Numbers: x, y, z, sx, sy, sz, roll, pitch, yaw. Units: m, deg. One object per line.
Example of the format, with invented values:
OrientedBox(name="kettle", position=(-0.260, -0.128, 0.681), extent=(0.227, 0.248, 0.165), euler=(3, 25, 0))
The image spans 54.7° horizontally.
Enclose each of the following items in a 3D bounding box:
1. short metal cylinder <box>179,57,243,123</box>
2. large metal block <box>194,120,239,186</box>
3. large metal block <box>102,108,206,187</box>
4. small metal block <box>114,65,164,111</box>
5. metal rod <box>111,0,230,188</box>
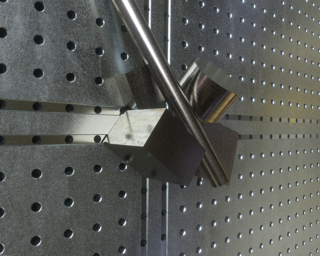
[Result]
OrientedBox(name="short metal cylinder", position=(0.065, -0.052, 0.421), extent=(0.081, 0.080, 0.050), euler=(11, 127, -40))
OrientedBox(name="large metal block", position=(0.063, 0.034, 0.448), extent=(0.080, 0.050, 0.080), euler=(22, 76, -38))
OrientedBox(name="large metal block", position=(-0.007, 0.022, 0.369), extent=(0.080, 0.080, 0.050), euler=(45, 63, -31))
OrientedBox(name="small metal block", position=(-0.023, -0.051, 0.392), extent=(0.050, 0.025, 0.050), euler=(-31, 109, -36))
OrientedBox(name="metal rod", position=(0.007, -0.060, 0.377), extent=(0.025, 0.025, 0.299), euler=(-35, 100, -35))
